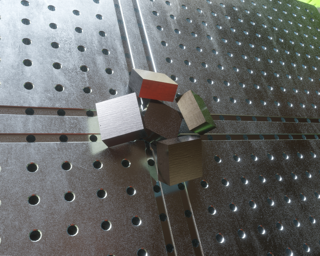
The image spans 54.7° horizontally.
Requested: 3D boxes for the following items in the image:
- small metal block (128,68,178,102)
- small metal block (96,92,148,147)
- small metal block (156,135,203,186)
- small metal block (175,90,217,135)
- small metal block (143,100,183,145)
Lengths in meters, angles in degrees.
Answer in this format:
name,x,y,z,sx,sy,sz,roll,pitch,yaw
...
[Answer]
name,x,y,z,sx,sy,sz,roll,pitch,yaw
small metal block,-0.010,-0.059,0.424,0.050,0.025,0.050,6,23,-25
small metal block,-0.046,-0.010,0.375,0.050,0.025,0.050,-16,65,2
small metal block,0.025,0.039,0.383,0.050,0.025,0.050,-10,102,-33
small metal block,0.051,-0.020,0.435,0.050,0.025,0.050,19,44,-62
small metal block,-0.001,-0.005,0.412,0.050,0.025,0.050,28,52,-11
